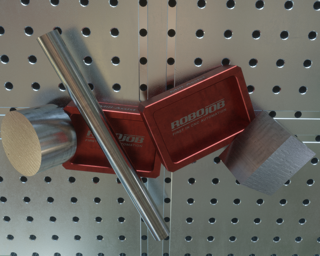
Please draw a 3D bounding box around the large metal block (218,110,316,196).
[{"bbox_3d":[0.137,0.035,0.395,0.080,0.050,0.080,25,112,-42],"label":"large metal block"}]

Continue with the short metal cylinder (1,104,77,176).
[{"bbox_3d":[-0.150,0.013,0.384,0.080,0.050,0.079,10,109,33],"label":"short metal cylinder"}]

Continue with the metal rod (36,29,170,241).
[{"bbox_3d":[-0.061,0.023,0.389,0.025,0.025,0.299,-24,109,8],"label":"metal rod"}]

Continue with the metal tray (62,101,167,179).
[{"bbox_3d":[-0.061,0.016,0.415,0.131,0.030,0.089,6,110,-3],"label":"metal tray"}]

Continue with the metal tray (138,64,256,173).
[{"bbox_3d":[0.050,-0.013,0.386,0.131,0.030,0.090,-25,109,-9],"label":"metal tray"}]
